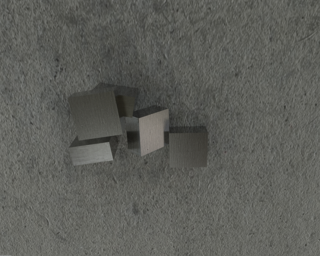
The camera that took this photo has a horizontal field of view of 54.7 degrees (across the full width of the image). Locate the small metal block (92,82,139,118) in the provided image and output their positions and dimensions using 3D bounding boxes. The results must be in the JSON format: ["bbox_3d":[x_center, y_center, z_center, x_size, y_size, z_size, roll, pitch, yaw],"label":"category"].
[{"bbox_3d":[-0.055,-0.036,0.382,0.050,0.050,0.025,9,109,-2],"label":"small metal block"}]

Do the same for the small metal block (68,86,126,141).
[{"bbox_3d":[-0.070,-0.017,0.349,0.050,0.025,0.050,-8,109,3],"label":"small metal block"}]

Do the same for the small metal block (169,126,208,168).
[{"bbox_3d":[0.037,0.025,0.419,0.050,0.025,0.050,-1,110,0],"label":"small metal block"}]

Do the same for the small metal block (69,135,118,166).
[{"bbox_3d":[-0.085,0.023,0.404,0.050,0.050,0.025,-8,110,3],"label":"small metal block"}]

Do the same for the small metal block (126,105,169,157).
[{"bbox_3d":[-0.015,0.002,0.395,0.050,0.025,0.050,-21,118,-41],"label":"small metal block"}]
